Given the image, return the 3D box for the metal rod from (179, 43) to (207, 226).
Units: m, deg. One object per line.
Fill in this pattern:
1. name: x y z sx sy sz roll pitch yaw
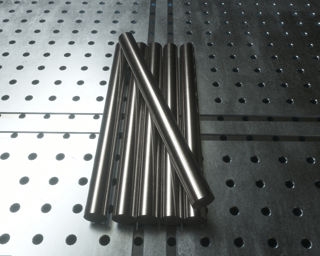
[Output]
1. metal rod: 0.041 -0.017 0.423 0.025 0.025 0.300 1 50 1

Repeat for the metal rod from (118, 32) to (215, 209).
1. metal rod: -0.005 -0.033 0.403 0.025 0.025 0.300 -15 52 -12

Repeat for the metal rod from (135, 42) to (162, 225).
1. metal rod: -0.011 -0.018 0.422 0.025 0.025 0.300 1 50 1

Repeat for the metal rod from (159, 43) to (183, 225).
1. metal rod: 0.015 -0.017 0.423 0.025 0.025 0.300 1 50 1

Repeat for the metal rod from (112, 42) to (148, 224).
1. metal rod: -0.035 -0.019 0.422 0.025 0.025 0.300 1 50 1

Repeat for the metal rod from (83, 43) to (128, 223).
1. metal rod: -0.065 -0.020 0.423 0.025 0.025 0.300 1 50 1
